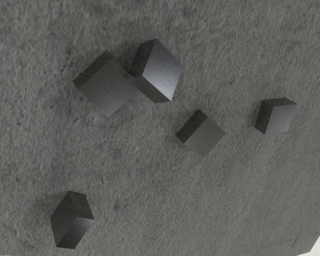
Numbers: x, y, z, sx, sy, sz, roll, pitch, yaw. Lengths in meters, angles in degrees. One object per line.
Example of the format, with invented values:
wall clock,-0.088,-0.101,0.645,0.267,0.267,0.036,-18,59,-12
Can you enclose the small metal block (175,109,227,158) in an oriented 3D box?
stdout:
small metal block,0.059,0.009,0.447,0.050,0.025,0.050,-49,129,6

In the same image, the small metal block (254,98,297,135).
small metal block,0.186,-0.019,0.500,0.050,0.025,0.050,-7,122,-25

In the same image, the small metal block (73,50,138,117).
small metal block,-0.059,-0.049,0.346,0.050,0.025,0.050,-43,130,1

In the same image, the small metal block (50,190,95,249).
small metal block,-0.115,0.119,0.402,0.025,0.050,0.050,27,104,-38

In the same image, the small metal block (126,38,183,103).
small metal block,-0.005,-0.063,0.350,0.050,0.025,0.050,38,61,-39
